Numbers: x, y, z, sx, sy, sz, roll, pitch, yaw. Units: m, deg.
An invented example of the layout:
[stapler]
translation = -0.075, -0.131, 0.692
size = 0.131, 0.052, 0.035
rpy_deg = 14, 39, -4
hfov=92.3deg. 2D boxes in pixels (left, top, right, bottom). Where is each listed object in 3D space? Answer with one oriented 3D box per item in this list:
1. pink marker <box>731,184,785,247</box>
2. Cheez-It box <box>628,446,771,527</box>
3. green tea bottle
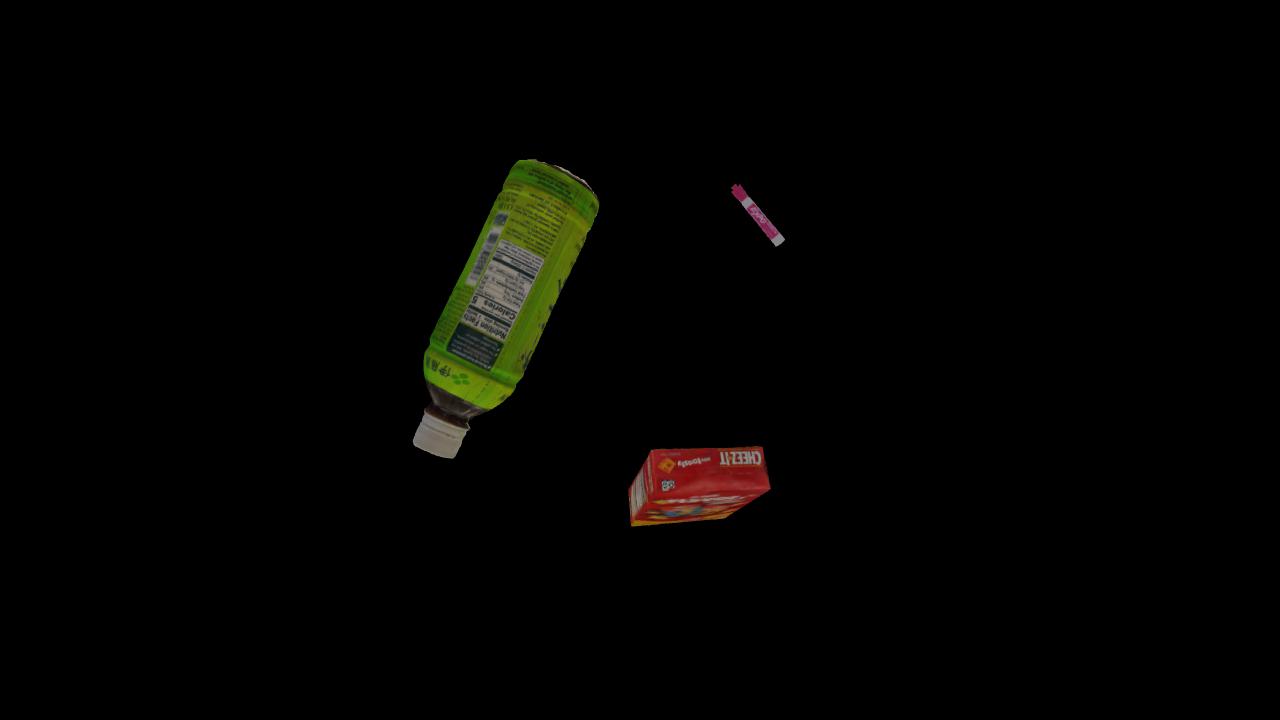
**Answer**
[pink marker]
translation = 0.190, -0.235, 0.995
size = 0.020, 0.121, 0.020
rpy_deg = -41, 7, 6
[Cheez-It box]
translation = 0.079, 0.195, 0.933
size = 0.166, 0.071, 0.223
rpy_deg = -1, -25, -11
[green tea bottle]
translation = -0.101, -0.034, 0.433
size = 0.073, 0.212, 0.073
rpy_deg = 25, -7, 3
